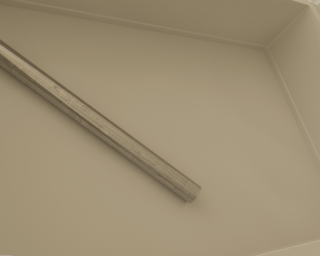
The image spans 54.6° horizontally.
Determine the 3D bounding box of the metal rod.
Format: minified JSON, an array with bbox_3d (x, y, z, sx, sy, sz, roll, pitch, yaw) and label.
[{"bbox_3d":[-0.078,-0.008,0.368,0.301,0.025,0.025,37,51,-4],"label":"metal rod"}]
